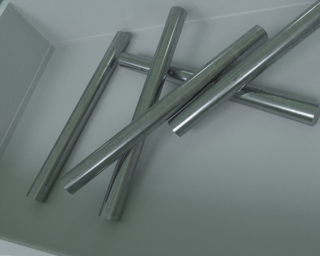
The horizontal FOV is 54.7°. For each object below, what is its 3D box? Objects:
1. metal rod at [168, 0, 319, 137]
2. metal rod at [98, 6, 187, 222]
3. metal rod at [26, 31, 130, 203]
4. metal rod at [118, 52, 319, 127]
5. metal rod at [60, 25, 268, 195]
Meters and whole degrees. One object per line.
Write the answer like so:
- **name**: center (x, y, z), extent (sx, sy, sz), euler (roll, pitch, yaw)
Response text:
- **metal rod**: center (0.131, -0.091, 0.346), extent (0.300, 0.025, 0.025), euler (-39, 51, 12)
- **metal rod**: center (-0.017, -0.029, 0.408), extent (0.025, 0.025, 0.299), euler (9, 73, 31)
- **metal rod**: center (-0.120, -0.029, 0.484), extent (0.025, 0.025, 0.300), euler (11, 67, 32)
- **metal rod**: center (0.054, -0.062, 0.414), extent (0.300, 0.025, 0.025), euler (23, 74, 36)
- **metal rod**: center (0.008, -0.025, 0.375), extent (0.301, 0.025, 0.025), euler (-38, 51, -4)
